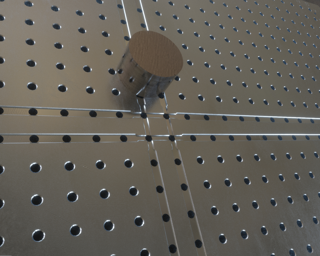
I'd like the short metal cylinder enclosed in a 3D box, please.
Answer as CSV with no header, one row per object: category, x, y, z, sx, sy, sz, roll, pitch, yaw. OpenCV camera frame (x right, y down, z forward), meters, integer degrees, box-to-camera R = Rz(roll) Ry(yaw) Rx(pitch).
short metal cylinder,-0.015,-0.090,0.439,0.081,0.050,0.080,13,56,-21
